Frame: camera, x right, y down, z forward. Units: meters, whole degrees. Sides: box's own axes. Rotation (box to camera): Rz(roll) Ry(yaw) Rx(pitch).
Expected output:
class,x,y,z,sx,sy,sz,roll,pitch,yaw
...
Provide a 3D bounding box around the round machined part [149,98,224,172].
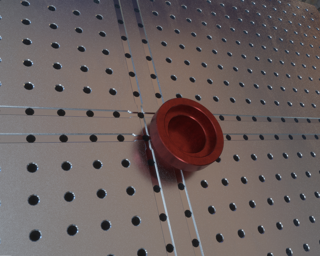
class,x,y,z,sx,sy,sz,roll,pitch,yaw
round machined part,0.031,0.012,0.408,0.099,0.042,0.098,14,56,-21
